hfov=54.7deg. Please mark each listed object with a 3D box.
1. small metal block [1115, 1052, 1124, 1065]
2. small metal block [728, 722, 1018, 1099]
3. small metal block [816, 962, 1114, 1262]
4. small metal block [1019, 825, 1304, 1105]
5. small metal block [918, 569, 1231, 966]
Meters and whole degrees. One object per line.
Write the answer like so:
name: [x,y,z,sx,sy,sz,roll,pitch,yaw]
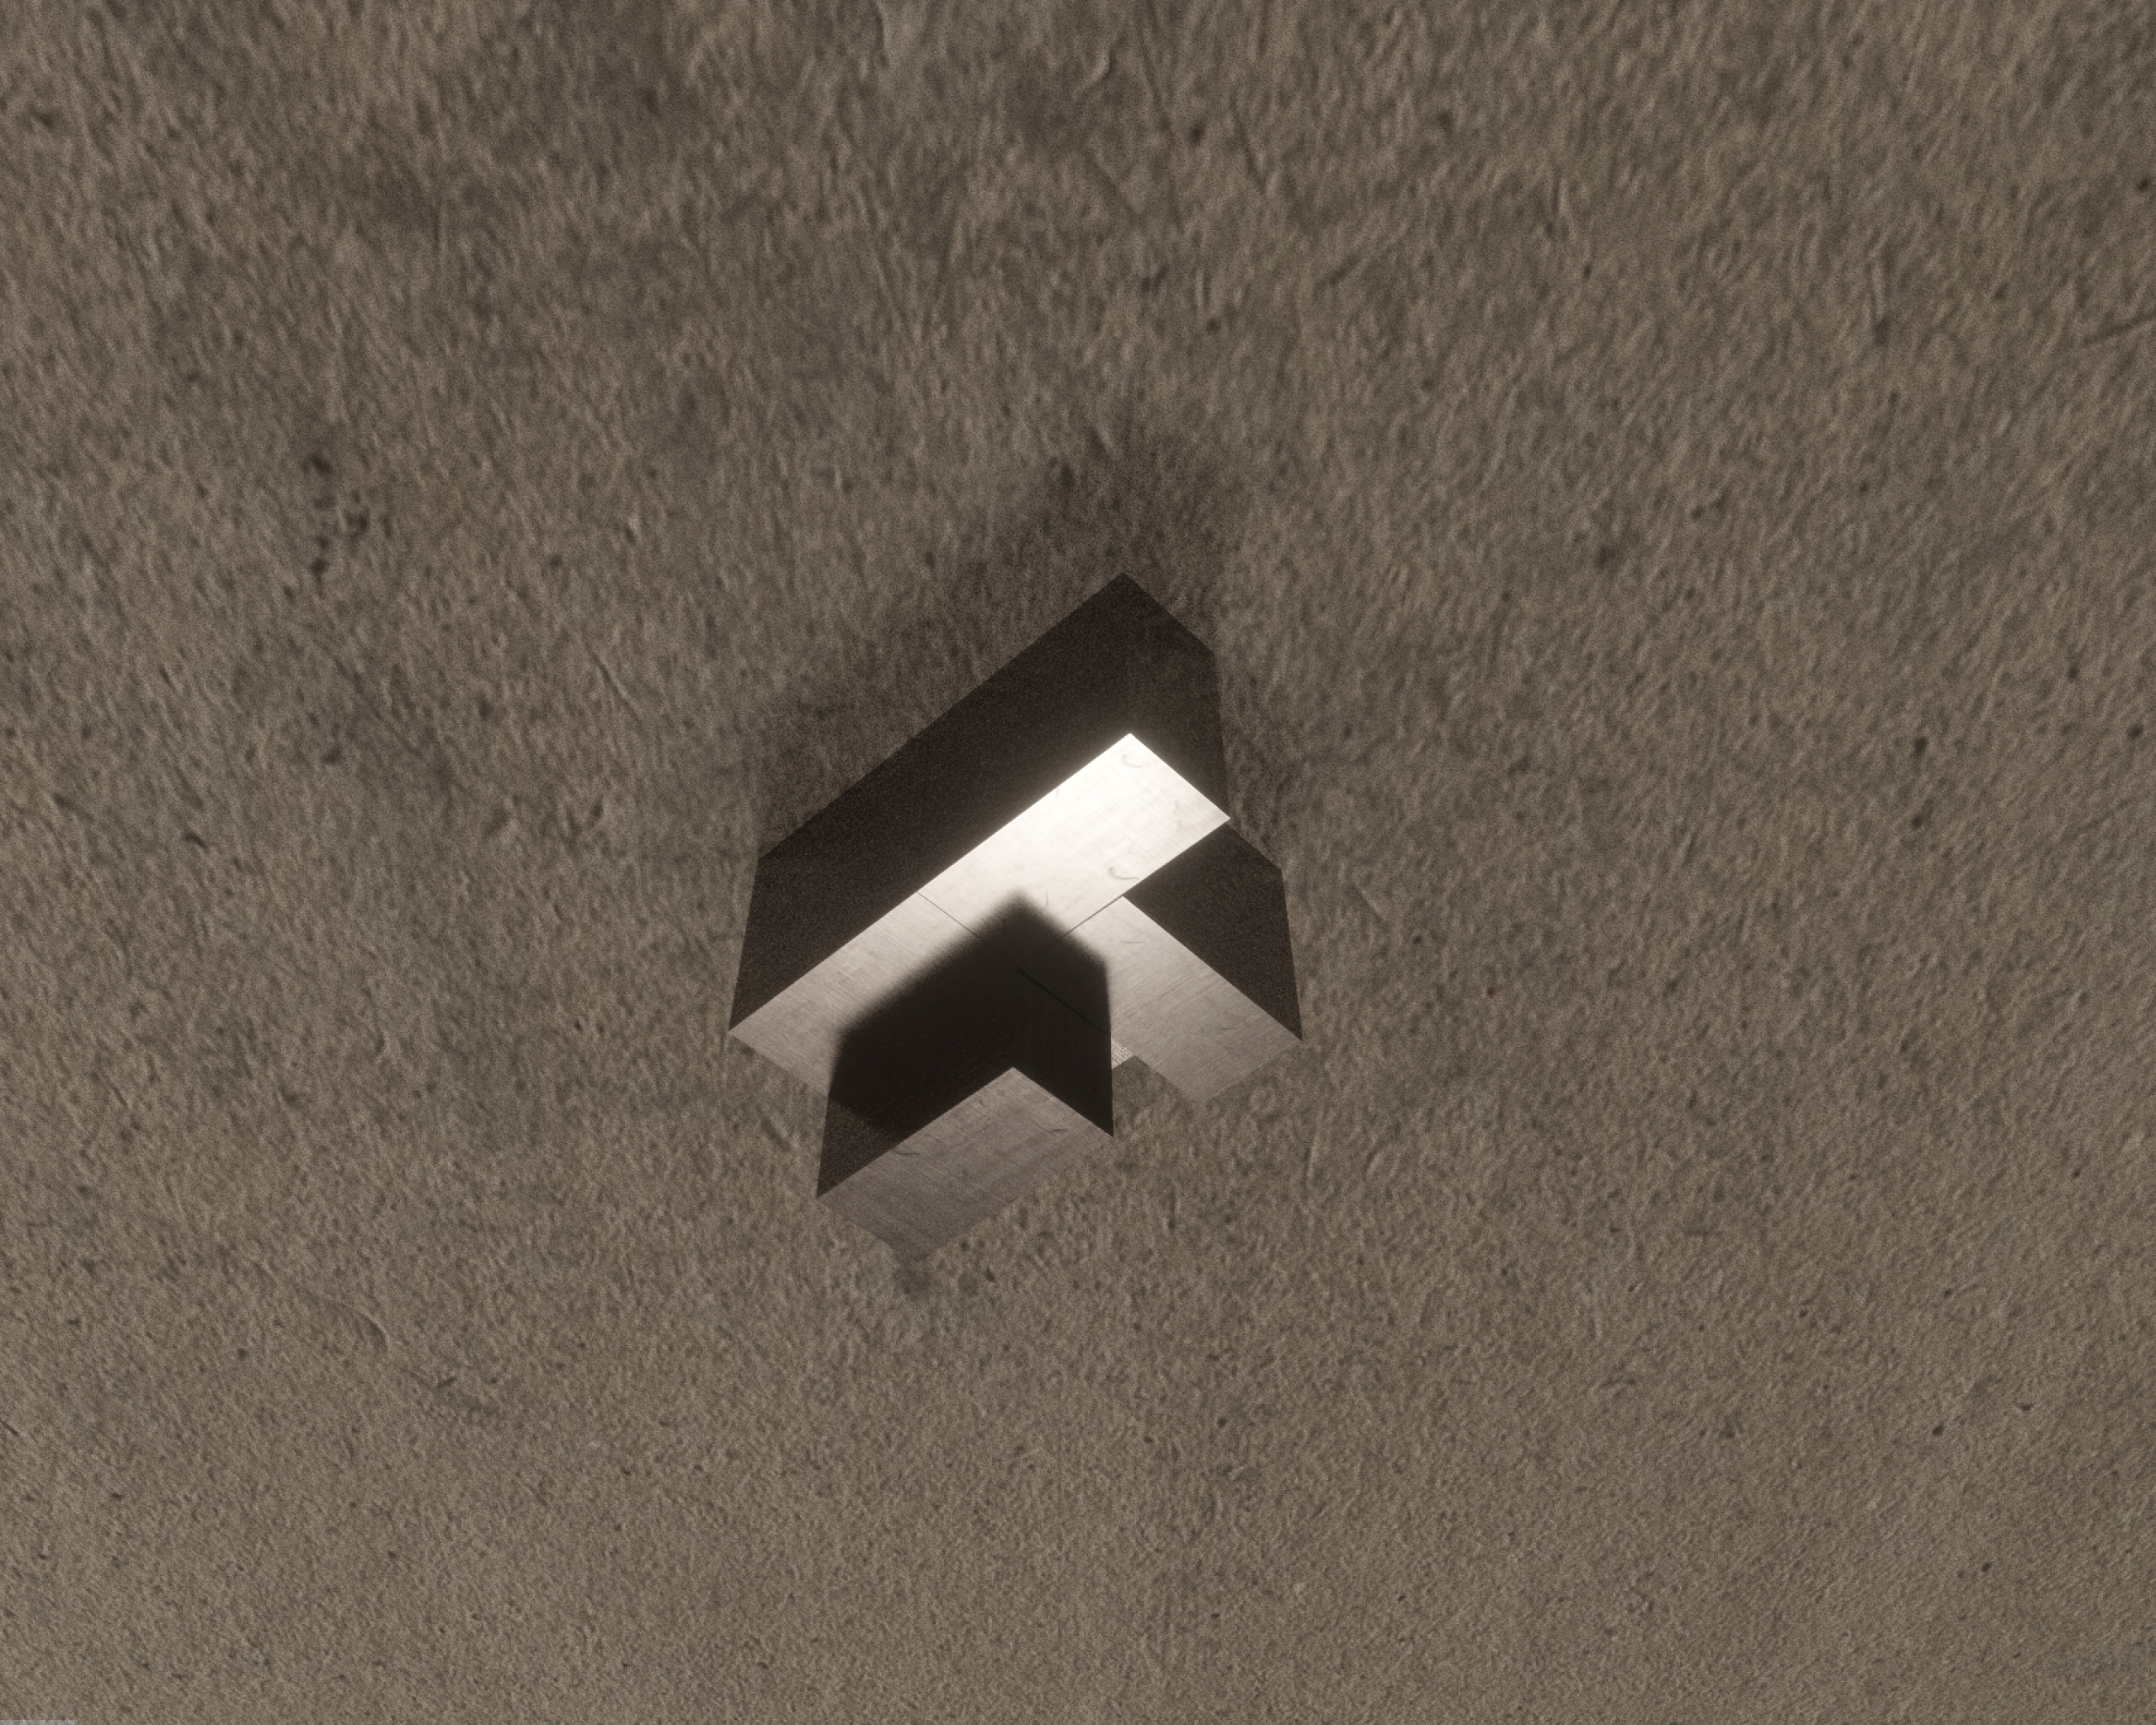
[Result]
small metal block: [-0.012,0.022,0.427,0.050,0.025,0.050,-35,122,25]
small metal block: [-0.038,0.009,0.399,0.050,0.050,0.025,-36,122,26]
small metal block: [-0.021,0.039,0.392,0.050,0.050,0.025,-36,122,26]
small metal block: [0.016,0.010,0.401,0.025,0.050,0.050,-35,122,26]
small metal block: [-0.001,-0.017,0.377,0.050,0.050,0.025,-36,122,26]
